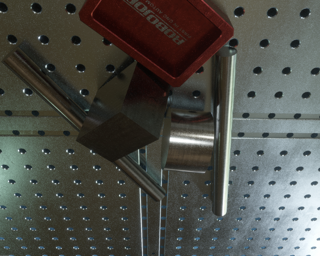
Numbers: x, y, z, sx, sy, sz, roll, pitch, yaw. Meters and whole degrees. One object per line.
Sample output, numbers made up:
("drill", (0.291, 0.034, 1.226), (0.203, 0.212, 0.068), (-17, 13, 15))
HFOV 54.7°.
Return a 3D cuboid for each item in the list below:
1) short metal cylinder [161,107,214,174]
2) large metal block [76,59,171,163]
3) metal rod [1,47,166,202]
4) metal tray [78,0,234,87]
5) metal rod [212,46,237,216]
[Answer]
("short metal cylinder", (0.032, 0.015, 0.389), (0.050, 0.080, 0.079), (6, 130, -6))
("large metal block", (-0.040, -0.018, 0.348), (0.050, 0.080, 0.080), (37, 135, -27))
("metal rod", (-0.083, 0.014, 0.422), (0.025, 0.025, 0.300), (-27, 126, 20))
("metal tray", (-0.002, -0.110, 0.314), (0.130, 0.030, 0.090), (32, 123, -25))
("metal rod", (0.087, 0.028, 0.437), (0.025, 0.025, 0.298), (-5, 130, 3))
